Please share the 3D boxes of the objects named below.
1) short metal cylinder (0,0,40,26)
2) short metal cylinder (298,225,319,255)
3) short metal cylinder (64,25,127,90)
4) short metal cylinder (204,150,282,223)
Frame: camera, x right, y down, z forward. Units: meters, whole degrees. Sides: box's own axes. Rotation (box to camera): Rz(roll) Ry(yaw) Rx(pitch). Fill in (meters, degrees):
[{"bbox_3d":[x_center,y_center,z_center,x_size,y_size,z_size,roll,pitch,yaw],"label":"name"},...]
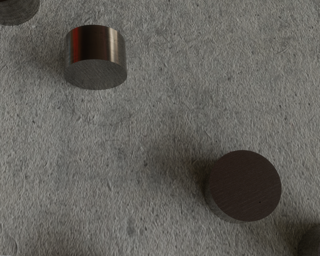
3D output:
[{"bbox_3d":[-0.231,-0.203,0.467,0.081,0.050,0.080,0,70,0],"label":"short metal cylinder"},{"bbox_3d":[0.203,0.146,0.343,0.081,0.050,0.080,0,70,0],"label":"short metal cylinder"},{"bbox_3d":[-0.085,-0.091,0.411,0.081,0.080,0.050,-5,70,-2],"label":"short metal cylinder"},{"bbox_3d":[0.095,0.071,0.369,0.081,0.050,0.080,0,70,0],"label":"short metal cylinder"}]
